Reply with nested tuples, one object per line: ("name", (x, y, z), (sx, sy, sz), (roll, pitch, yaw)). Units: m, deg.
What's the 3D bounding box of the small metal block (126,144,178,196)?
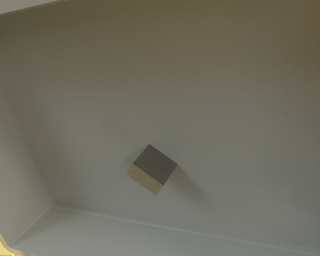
("small metal block", (-0.010, 0.058, 0.434), (0.050, 0.050, 0.025), (35, 129, 5))
